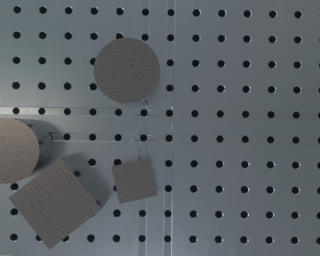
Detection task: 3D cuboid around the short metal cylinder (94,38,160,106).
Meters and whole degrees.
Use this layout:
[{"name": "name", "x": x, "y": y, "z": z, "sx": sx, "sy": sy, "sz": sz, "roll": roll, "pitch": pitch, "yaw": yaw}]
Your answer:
[{"name": "short metal cylinder", "x": -0.040, "y": -0.070, "z": 0.401, "sx": 0.081, "sy": 0.050, "sz": 0.079, "roll": 0, "pitch": 90, "yaw": 0}]

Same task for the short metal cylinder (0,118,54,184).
[{"name": "short metal cylinder", "x": -0.186, "y": 0.027, "z": 0.399, "sx": 0.081, "sy": 0.050, "sz": 0.079, "roll": 0, "pitch": 90, "yaw": 0}]

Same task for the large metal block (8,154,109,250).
[{"name": "large metal block", "x": -0.127, "y": 0.091, "z": 0.400, "sx": 0.080, "sy": 0.050, "sz": 0.080, "roll": -38, "pitch": 90, "yaw": 0}]

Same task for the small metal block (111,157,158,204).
[{"name": "small metal block", "x": -0.033, "y": 0.069, "z": 0.413, "sx": 0.050, "sy": 0.025, "sz": 0.050, "roll": -13, "pitch": 90, "yaw": 0}]
